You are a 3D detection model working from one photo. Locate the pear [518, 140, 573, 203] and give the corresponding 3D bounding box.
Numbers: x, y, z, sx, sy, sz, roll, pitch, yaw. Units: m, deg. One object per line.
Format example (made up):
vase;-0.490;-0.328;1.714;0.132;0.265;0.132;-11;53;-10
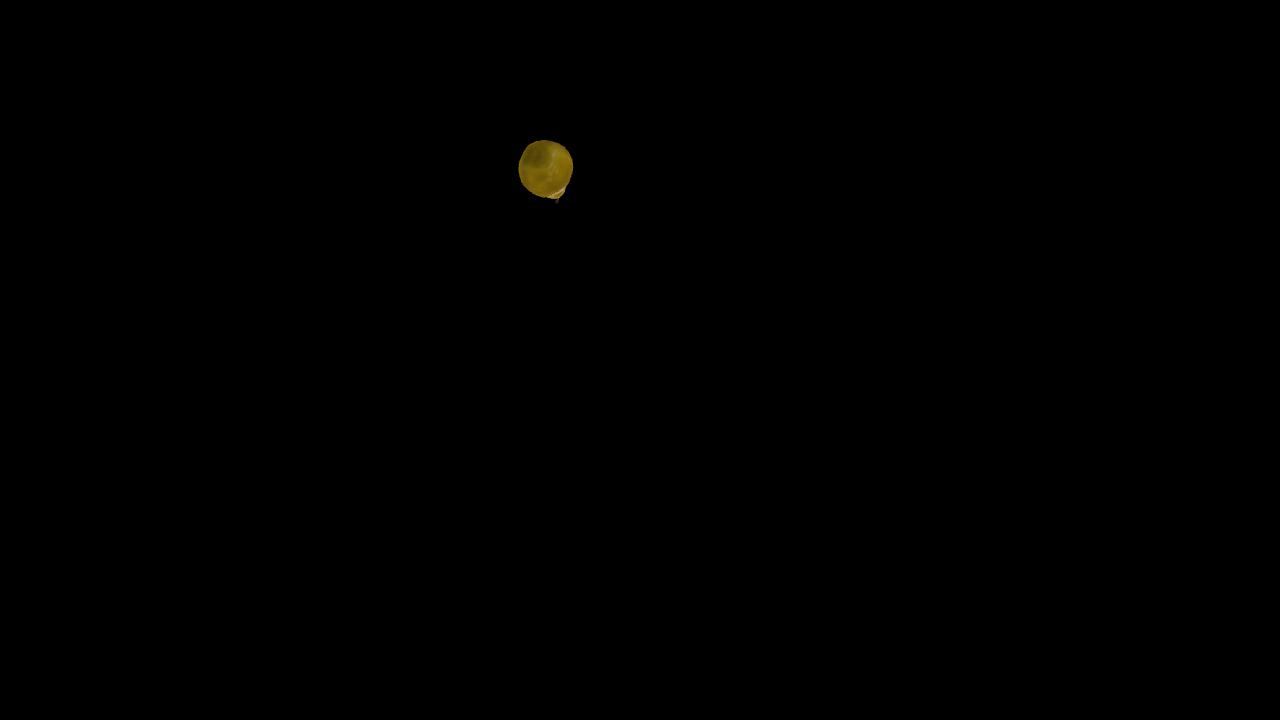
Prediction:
pear;-0.128;-0.268;0.897;0.080;0.080;0.111;0;-10;15
